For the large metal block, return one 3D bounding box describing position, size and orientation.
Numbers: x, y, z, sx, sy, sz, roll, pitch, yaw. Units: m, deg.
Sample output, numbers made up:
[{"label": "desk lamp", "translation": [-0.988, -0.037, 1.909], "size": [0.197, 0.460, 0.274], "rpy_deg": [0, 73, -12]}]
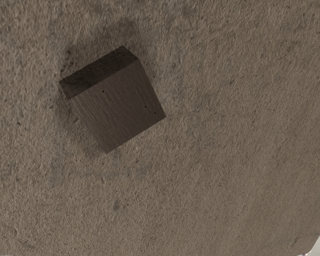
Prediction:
[{"label": "large metal block", "translation": [-0.051, -0.031, 0.345], "size": [0.080, 0.050, 0.080], "rpy_deg": [-32, 129, -8]}]
